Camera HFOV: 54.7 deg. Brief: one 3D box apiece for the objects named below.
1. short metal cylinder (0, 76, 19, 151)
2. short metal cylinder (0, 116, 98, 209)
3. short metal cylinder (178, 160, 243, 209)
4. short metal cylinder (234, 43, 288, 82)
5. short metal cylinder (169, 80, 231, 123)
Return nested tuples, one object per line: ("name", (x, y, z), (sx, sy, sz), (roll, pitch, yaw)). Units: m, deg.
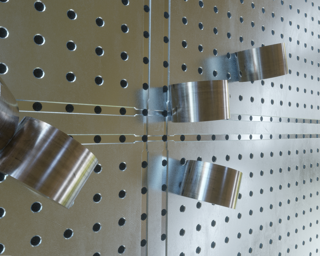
("short metal cylinder", (-0.158, -0.016, 0.237), (0.081, 0.050, 0.080), (3, 71, -9))
("short metal cylinder", (-0.106, 0.033, 0.286), (0.080, 0.080, 0.050), (43, 64, -32))
("short metal cylinder", (0.071, 0.080, 0.436), (0.080, 0.080, 0.050), (23, 75, -38))
("short metal cylinder", (0.169, -0.109, 0.518), (0.081, 0.080, 0.050), (-19, 103, -39))
("short metal cylinder", (0.054, -0.036, 0.421), (0.081, 0.080, 0.050), (-8, 96, -40))
